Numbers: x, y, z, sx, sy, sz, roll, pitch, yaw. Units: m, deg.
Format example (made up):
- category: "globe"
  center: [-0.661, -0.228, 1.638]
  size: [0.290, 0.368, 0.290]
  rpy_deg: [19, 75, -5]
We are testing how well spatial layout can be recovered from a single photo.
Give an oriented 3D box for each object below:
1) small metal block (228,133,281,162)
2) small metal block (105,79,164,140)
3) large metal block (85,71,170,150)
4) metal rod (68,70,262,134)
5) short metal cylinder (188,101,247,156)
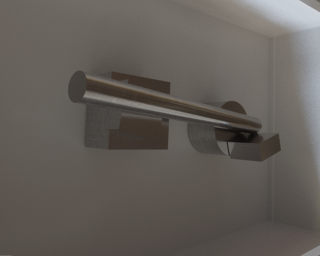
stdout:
- category: "small metal block"
  center: [0.133, 0.026, 0.436]
  size: [0.050, 0.050, 0.025]
  rpy_deg: [-19, 102, -39]
- category: "small metal block"
  center: [-0.024, -0.017, 0.321]
  size: [0.050, 0.025, 0.050]
  rpy_deg: [17, 79, -39]
- category: "large metal block"
  center: [-0.036, -0.016, 0.358]
  size: [0.081, 0.050, 0.080]
  rpy_deg: [3, 88, -40]
- category: "metal rod"
  center: [0.038, -0.017, 0.347]
  size: [0.302, 0.025, 0.025]
  rpy_deg: [8, 85, -48]
- category: "short metal cylinder"
  center: [0.089, 0.000, 0.465]
  size: [0.081, 0.050, 0.079]
  rpy_deg: [0, 90, -40]
